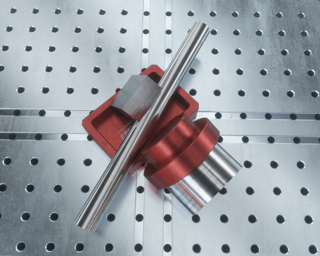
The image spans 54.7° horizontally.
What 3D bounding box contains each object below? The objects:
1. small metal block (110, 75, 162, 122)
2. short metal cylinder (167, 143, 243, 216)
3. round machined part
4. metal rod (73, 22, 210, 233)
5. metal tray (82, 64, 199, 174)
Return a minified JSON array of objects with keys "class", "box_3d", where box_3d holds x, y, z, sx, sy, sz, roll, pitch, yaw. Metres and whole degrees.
[{"class":"small metal block","box_3d":[-0.031,-0.039,0.389,0.025,0.050,0.050,39,82,-27]},{"class":"short metal cylinder","box_3d":[0.049,0.056,0.361,0.080,0.080,0.050,-42,76,-14]},{"class":"round machined part","box_3d":[0.017,0.020,0.355,0.098,0.098,0.042,-44,98,-15]},{"class":"metal rod","box_3d":[-0.013,-0.015,0.385,0.025,0.025,0.300,27,72,9]},{"class":"metal tray","box_3d":[-0.024,-0.013,0.413,0.130,0.030,0.090,-41,76,-14]}]
